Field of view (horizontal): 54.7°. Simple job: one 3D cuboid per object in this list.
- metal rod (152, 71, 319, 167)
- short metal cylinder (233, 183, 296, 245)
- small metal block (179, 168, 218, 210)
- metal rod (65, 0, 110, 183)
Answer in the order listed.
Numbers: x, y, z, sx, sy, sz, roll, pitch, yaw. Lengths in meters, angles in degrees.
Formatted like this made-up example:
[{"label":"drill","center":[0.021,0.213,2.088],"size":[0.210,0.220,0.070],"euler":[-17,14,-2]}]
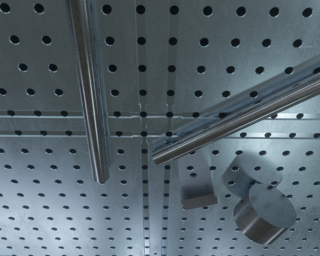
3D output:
[{"label":"metal rod","center":[0.121,-0.019,0.396],"size":[0.300,0.025,0.025],"euler":[-27,125,21]},{"label":"short metal cylinder","center":[0.165,0.136,0.493],"size":[0.081,0.080,0.050],"euler":[15,129,-12]},{"label":"small metal block","center":[0.058,0.093,0.475],"size":[0.050,0.050,0.025],"euler":[-16,128,13]},{"label":"metal rod","center":[-0.084,-0.039,0.376],"size":[0.025,0.025,0.298],"euler":[1,130,-2]}]
